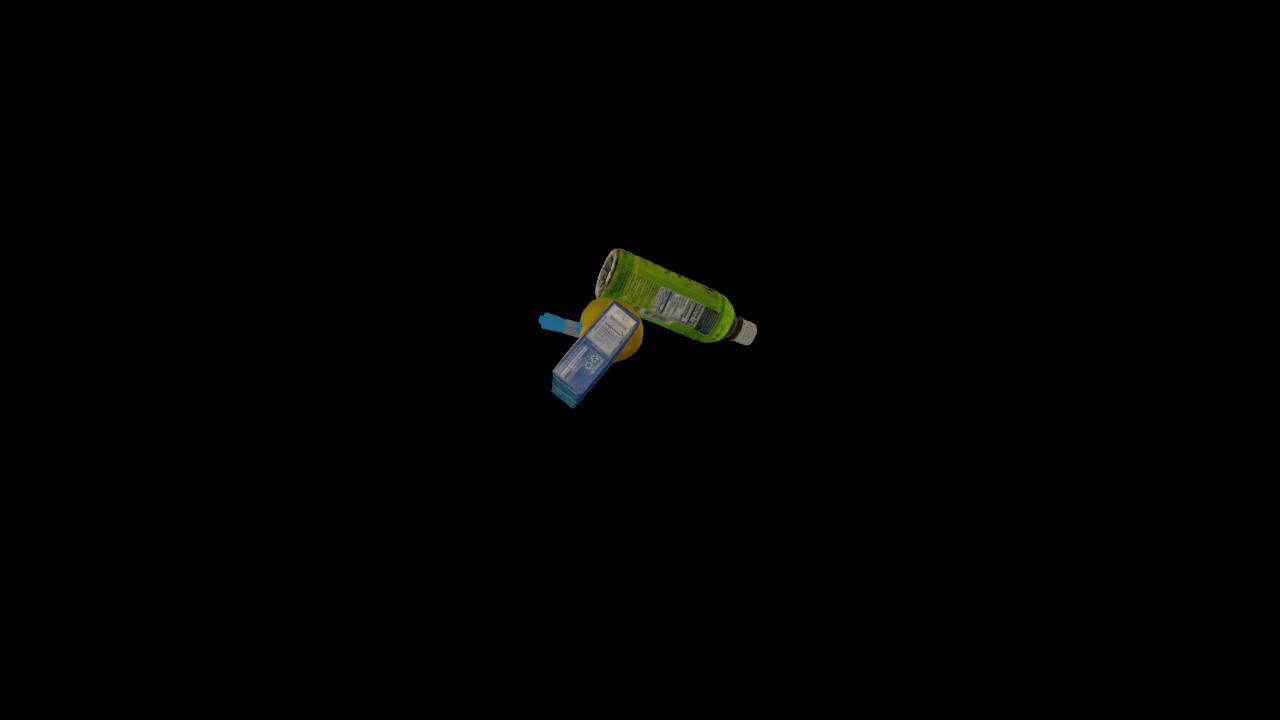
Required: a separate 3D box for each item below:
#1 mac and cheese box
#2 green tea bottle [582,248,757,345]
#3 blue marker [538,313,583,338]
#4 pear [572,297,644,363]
[{"bbox_3d":[-0.053,0.000,0.655,0.041,0.093,0.184,38,-13,-2],"label":"mac and cheese box"},{"bbox_3d":[0.051,-0.068,0.769,0.212,0.073,0.073,23,-7,-17],"label":"green tea bottle"},{"bbox_3d":[-0.061,-0.031,0.705,0.121,0.020,0.020,15,-9,-34],"label":"blue marker"},{"bbox_3d":[-0.040,-0.028,0.713,0.080,0.080,0.111,0,23,16],"label":"pear"}]
